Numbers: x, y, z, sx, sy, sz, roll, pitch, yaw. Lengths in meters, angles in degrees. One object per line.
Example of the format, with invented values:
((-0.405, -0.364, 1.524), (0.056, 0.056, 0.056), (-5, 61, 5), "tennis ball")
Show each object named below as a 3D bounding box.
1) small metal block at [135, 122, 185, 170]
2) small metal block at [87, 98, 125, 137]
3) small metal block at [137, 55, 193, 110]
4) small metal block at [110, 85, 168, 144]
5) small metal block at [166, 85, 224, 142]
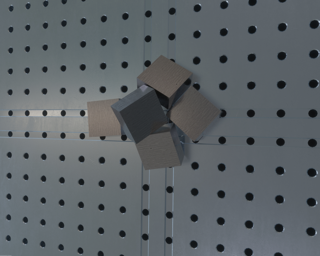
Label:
((-0.001, 0.024, 0.403), (0.050, 0.025, 0.050), (-10, 114, 20), "small metal block")
((-0.073, -0.014, 0.439), (0.050, 0.025, 0.050), (-4, 89, 20), "small metal block")
((0.006, -0.059, 0.397), (0.050, 0.025, 0.050), (34, 63, 17), "small metal block")
((-0.024, -0.017, 0.381), (0.050, 0.050, 0.025), (-36, 34, -17), "small metal block")
((0.045, -0.018, 0.397), (0.050, 0.025, 0.050), (44, 104, 14), "small metal block")
